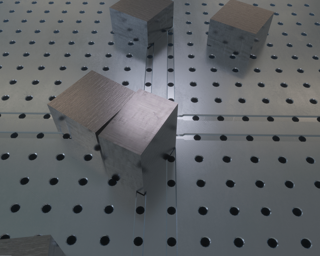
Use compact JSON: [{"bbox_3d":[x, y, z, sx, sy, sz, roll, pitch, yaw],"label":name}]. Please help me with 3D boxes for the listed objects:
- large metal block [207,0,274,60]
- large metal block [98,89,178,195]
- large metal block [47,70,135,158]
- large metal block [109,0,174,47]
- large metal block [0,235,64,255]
[{"bbox_3d":[0.138,-0.173,0.537,0.080,0.050,0.080,27,55,21],"label":"large metal block"},{"bbox_3d":[-0.021,0.016,0.359,0.050,0.080,0.080,23,54,18],"label":"large metal block"},{"bbox_3d":[-0.084,-0.021,0.409,0.080,0.050,0.080,28,56,22],"label":"large metal block"},{"bbox_3d":[-0.031,-0.200,0.559,0.080,0.050,0.080,28,55,21],"label":"large metal block"},{"bbox_3d":[-0.134,0.145,0.269,0.080,0.050,0.080,-4,50,-4],"label":"large metal block"}]
